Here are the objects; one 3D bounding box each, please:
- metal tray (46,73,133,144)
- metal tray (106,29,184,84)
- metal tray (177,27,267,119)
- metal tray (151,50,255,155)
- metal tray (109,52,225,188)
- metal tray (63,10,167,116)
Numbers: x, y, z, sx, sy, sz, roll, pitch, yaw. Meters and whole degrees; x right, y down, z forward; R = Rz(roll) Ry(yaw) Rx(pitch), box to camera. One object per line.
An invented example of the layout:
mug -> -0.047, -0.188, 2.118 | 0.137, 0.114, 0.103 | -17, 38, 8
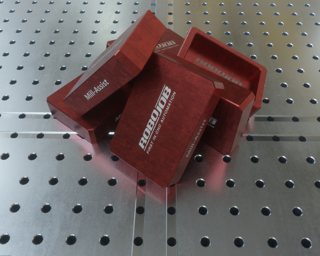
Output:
metal tray -> -0.080, -0.047, 0.443 | 0.090, 0.030, 0.131 | 32, 57, 23
metal tray -> -0.005, -0.109, 0.472 | 0.131, 0.030, 0.090 | -27, 57, -38
metal tray -> 0.084, -0.079, 0.440 | 0.130, 0.030, 0.090 | 28, 52, -6
metal tray -> 0.045, -0.032, 0.391 | 0.130, 0.090, 0.030 | 31, 57, 23
metal tray -> 0.004, -0.010, 0.354 | 0.090, 0.129, 0.030 | 31, 18, 24
metal tray -> -0.056, -0.075, 0.372 | 0.030, 0.130, 0.090 | 42, 49, -21
